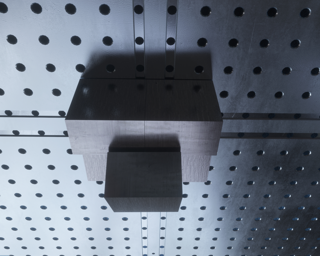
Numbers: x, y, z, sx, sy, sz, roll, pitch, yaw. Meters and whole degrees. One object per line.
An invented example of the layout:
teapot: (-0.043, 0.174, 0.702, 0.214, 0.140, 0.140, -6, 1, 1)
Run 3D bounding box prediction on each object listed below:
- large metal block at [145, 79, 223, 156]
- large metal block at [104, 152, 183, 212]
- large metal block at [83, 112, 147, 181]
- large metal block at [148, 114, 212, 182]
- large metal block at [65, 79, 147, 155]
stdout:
large metal block: (0.024, -0.014, 0.363, 0.081, 0.080, 0.050, 1, 130, -1)
large metal block: (-0.017, 0.066, 0.363, 0.081, 0.050, 0.080, 0, 154, -1)
large metal block: (-0.057, 0.026, 0.414, 0.081, 0.050, 0.079, 1, 130, -1)
large metal block: (0.024, 0.027, 0.416, 0.081, 0.050, 0.079, 1, 130, -1)
large metal block: (-0.057, -0.015, 0.361, 0.081, 0.080, 0.050, 1, 130, -1)
